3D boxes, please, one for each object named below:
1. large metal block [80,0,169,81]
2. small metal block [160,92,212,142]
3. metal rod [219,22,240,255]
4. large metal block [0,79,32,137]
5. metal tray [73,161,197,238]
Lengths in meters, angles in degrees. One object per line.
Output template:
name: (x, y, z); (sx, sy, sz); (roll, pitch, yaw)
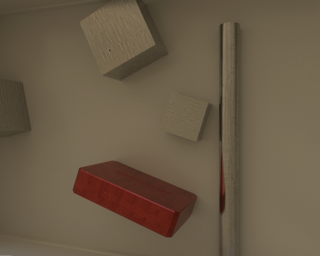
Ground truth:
large metal block: (-0.047, -0.120, 0.413); (0.080, 0.050, 0.080); (-26, 82, 18)
small metal block: (0.033, -0.014, 0.398); (0.050, 0.025, 0.050); (18, 96, 18)
metal rod: (0.085, 0.023, 0.380); (0.025, 0.025, 0.298); (0, 90, 19)
large metal block: (-0.250, -0.029, 0.467); (0.050, 0.080, 0.080); (-14, 86, 19)
metal tray: (-0.028, 0.081, 0.384); (0.130, 0.090, 0.030); (20, 97, 18)
